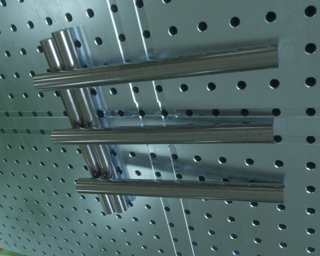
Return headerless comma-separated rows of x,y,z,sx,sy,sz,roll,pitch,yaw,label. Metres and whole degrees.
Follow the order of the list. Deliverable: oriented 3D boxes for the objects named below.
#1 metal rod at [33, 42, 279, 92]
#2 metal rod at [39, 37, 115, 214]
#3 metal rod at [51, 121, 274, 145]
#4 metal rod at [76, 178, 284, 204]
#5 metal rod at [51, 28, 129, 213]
-0.022,-0.066,0.362,0.301,0.025,0.025,-2,118,22,metal rod
-0.117,0.012,0.477,0.025,0.025,0.298,1,119,27,metal rod
-0.013,0.009,0.402,0.301,0.025,0.025,-2,118,21,metal rod
0.013,0.086,0.437,0.301,0.025,0.025,-2,118,22,metal rod
-0.096,0.005,0.462,0.025,0.025,0.298,1,119,27,metal rod
